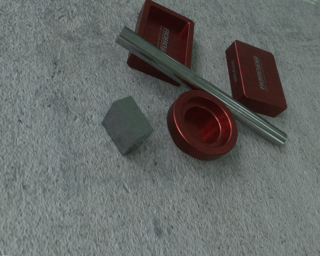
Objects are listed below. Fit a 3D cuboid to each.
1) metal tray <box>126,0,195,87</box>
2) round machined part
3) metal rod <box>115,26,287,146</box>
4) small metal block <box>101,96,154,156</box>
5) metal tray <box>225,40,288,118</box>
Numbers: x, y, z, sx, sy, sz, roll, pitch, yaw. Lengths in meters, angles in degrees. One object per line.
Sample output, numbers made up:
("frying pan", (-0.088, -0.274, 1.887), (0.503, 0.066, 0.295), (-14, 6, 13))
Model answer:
("metal tray", (0.005, -0.136, 0.487), (0.091, 0.030, 0.130), (20, 54, -17))
("round machined part", (0.053, 0.000, 0.423), (0.099, 0.042, 0.098), (13, 57, -21))
("metal rod", (0.072, -0.052, 0.452), (0.301, 0.025, 0.025), (30, 52, -19))
("small metal block", (-0.040, -0.002, 0.369), (0.025, 0.050, 0.050), (-25, 76, -37))
("metal tray", (0.168, -0.088, 0.548), (0.091, 0.030, 0.130), (13, 56, -21))
